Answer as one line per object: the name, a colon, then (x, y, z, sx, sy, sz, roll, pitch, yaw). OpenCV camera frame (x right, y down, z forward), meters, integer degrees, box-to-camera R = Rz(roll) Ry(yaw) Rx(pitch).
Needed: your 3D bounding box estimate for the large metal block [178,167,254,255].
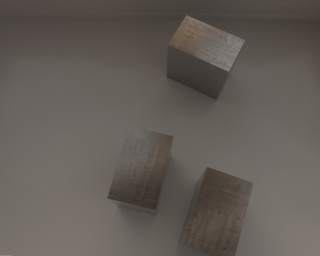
large metal block: (0.059, 0.097, 0.346, 0.050, 0.080, 0.080, 19, 71, 6)

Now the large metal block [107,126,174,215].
large metal block: (-0.019, 0.053, 0.361, 0.050, 0.080, 0.080, 13, 71, 4)

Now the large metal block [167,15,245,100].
large metal block: (0.057, -0.091, 0.414, 0.080, 0.080, 0.050, 26, 72, 9)
